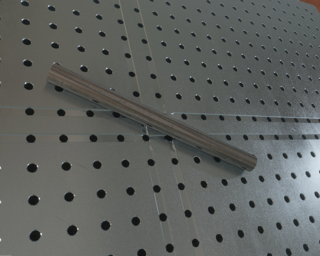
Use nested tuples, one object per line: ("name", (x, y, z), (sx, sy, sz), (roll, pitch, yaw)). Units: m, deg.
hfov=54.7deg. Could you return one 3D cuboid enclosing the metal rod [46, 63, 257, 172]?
("metal rod", (0.000, -0.008, 0.415), (0.302, 0.025, 0.025), (24, 53, -14))
